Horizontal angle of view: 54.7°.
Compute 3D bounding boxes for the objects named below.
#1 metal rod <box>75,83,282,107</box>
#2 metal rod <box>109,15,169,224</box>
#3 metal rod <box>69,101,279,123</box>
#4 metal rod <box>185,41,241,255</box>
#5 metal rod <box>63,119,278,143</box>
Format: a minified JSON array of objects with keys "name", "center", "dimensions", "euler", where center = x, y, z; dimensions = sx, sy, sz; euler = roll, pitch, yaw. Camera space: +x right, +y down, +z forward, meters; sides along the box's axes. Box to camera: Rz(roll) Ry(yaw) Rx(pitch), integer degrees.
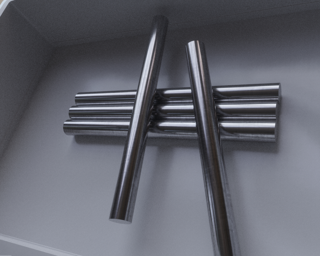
[{"name":"metal rod","center":[0.005,-0.042,0.426],"dimensions":[0.300,0.025,0.025],"euler":[1,62,28]},{"name":"metal rod","center":[-0.021,-0.031,0.400],"dimensions":[0.025,0.025,0.299],"euler":[-5,59,25]},{"name":"metal rod","center":[-0.002,-0.020,0.416],"dimensions":[0.300,0.025,0.025],"euler":[1,62,28]},{"name":"metal rod","center":[0.055,0.031,0.329],"dimensions":[0.025,0.025,0.299],"euler":[-15,62,20]},{"name":"metal rod","center":[-0.007,0.002,0.405],"dimensions":[0.300,0.025,0.025],"euler":[1,62,28]}]
